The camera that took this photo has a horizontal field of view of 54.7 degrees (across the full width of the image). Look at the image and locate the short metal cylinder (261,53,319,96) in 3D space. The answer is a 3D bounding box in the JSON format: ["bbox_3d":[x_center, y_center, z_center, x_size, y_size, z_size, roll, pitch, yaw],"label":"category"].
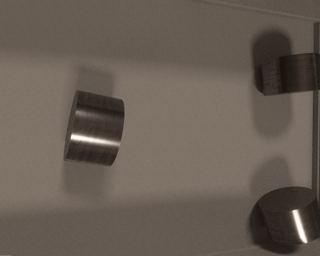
[{"bbox_3d":[0.192,-0.076,0.454,0.081,0.080,0.050,-7,93,-20],"label":"short metal cylinder"}]

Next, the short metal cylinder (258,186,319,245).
[{"bbox_3d":[0.192,0.126,0.454,0.081,0.080,0.050,-21,97,-19],"label":"short metal cylinder"}]

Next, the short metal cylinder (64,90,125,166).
[{"bbox_3d":[-0.077,0.001,0.354,0.050,0.080,0.080,11,87,-20],"label":"short metal cylinder"}]
